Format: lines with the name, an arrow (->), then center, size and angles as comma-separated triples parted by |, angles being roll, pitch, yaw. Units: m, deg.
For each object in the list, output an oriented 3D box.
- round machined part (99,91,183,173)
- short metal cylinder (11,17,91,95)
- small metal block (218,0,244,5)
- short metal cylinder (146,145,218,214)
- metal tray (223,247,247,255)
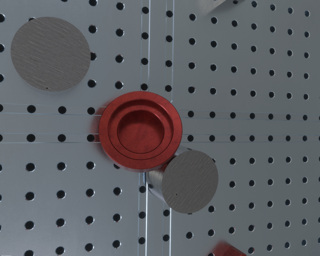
round machined part -> -0.024, 0.007, 0.382 | 0.099, 0.042, 0.098 | 1, 71, -4
short metal cylinder -> -0.123, -0.079, 0.354 | 0.081, 0.050, 0.079 | 0, 90, -20
small metal block -> 0.115, -0.201, 0.442 | 0.050, 0.050, 0.025 | -18, 97, -19
short metal cylinder -> 0.029, 0.065, 0.406 | 0.081, 0.050, 0.079 | -2, 96, -24
metal tray -> 0.123, 0.254, 0.456 | 0.090, 0.030, 0.130 | -44, 104, -15
